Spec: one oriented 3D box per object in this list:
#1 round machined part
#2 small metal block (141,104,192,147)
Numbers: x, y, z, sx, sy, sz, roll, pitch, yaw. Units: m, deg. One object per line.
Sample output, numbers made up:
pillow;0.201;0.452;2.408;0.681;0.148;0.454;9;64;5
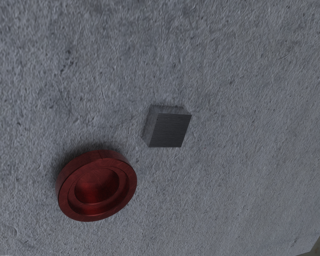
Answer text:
round machined part;-0.082;0.068;0.394;0.099;0.042;0.097;-14;125;-21
small metal block;0.008;-0.002;0.412;0.050;0.025;0.050;2;118;-30
